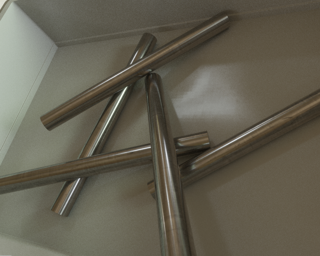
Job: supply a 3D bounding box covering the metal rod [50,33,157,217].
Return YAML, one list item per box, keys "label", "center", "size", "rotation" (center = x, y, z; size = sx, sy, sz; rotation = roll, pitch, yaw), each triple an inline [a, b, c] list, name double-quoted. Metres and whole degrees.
- label: "metal rod"
  center: [-0.075, -0.017, 0.455]
  size: [0.025, 0.025, 0.300]
  rotation: [12, 67, 33]

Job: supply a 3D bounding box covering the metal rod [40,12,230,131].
- label: "metal rod"
  center: [-0.034, -0.082, 0.447]
  size: [0.301, 0.025, 0.025]
  rotation: [-30, 51, -2]

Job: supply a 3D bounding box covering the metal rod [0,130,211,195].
- label: "metal rod"
  center: [-0.086, 0.048, 0.394]
  size: [0.301, 0.025, 0.025]
  rotation: [-13, 56, 11]

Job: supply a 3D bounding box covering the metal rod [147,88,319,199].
- label: "metal rod"
  center: [0.121, 0.001, 0.341]
  size: [0.300, 0.025, 0.025]
  rotation: [-30, 52, 9]

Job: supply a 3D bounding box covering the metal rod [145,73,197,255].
- label: "metal rod"
  center: [0.002, 0.014, 0.332]
  size: [0.025, 0.025, 0.300]
  rotation: [-26, 33, 12]
